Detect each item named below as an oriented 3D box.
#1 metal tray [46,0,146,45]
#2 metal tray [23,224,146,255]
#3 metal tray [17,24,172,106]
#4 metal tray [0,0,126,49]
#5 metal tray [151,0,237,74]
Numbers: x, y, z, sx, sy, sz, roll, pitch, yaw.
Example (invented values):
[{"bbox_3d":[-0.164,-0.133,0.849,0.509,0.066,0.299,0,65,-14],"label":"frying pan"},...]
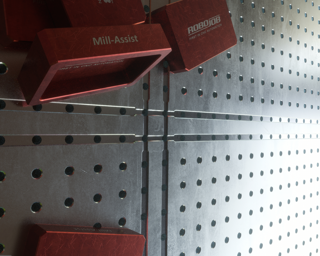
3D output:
[{"bbox_3d":[-0.075,-0.157,0.305,0.091,0.030,0.129,-31,109,-36],"label":"metal tray"},{"bbox_3d":[-0.083,0.157,0.338,0.131,0.030,0.090,19,78,-39],"label":"metal tray"},{"bbox_3d":[-0.064,-0.064,0.311,0.131,0.090,0.030,-18,82,-39],"label":"metal tray"},{"bbox_3d":[-0.098,-0.129,0.324,0.131,0.030,0.089,-8,95,-40],"label":"metal tray"},{"bbox_3d":[0.055,-0.145,0.454,0.131,0.030,0.090,-34,111,-35],"label":"metal tray"}]
